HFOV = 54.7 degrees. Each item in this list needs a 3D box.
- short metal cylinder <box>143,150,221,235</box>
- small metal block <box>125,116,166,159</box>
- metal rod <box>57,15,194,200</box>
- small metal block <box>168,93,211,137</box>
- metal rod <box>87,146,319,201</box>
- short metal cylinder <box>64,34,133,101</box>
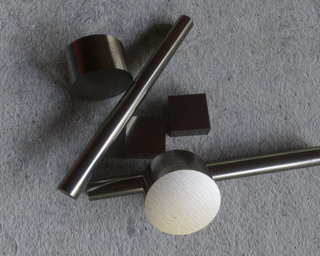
[{"bbox_3d":[0.022,0.071,0.348,0.081,0.050,0.079,-2,110,-5],"label":"short metal cylinder"},{"bbox_3d":[-0.018,0.013,0.403,0.050,0.025,0.050,1,70,0],"label":"small metal block"},{"bbox_3d":[-0.031,-0.044,0.402,0.025,0.025,0.300,27,64,9],"label":"metal rod"},{"bbox_3d":[0.038,-0.017,0.414,0.050,0.025,0.050,-4,70,-2],"label":"small metal block"},{"bbox_3d":[0.063,0.056,0.388,0.302,0.025,0.025,-8,70,-3],"label":"metal rod"},{"bbox_3d":[-0.081,-0.077,0.406,0.081,0.080,0.050,-15,71,-6],"label":"short metal cylinder"}]
